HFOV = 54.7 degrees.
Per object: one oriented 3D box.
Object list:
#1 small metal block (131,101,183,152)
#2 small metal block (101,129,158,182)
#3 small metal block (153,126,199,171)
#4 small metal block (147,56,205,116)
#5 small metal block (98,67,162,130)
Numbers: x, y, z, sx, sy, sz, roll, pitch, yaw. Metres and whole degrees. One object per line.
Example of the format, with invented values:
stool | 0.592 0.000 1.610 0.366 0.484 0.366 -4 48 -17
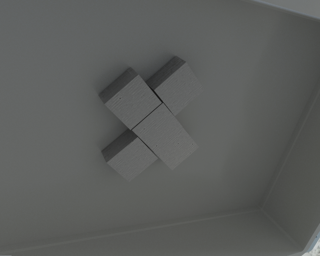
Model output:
small metal block | -0.007 -0.006 0.397 0.050 0.025 0.050 -41 130 0
small metal block | -0.039 0.036 0.407 0.050 0.025 0.050 -40 130 0
small metal block | 0.018 0.023 0.430 0.050 0.025 0.050 -41 130 0
small metal block | 0.019 -0.052 0.384 0.050 0.025 0.050 -42 130 -1
small metal block | -0.035 -0.034 0.366 0.050 0.025 0.050 -41 130 0
